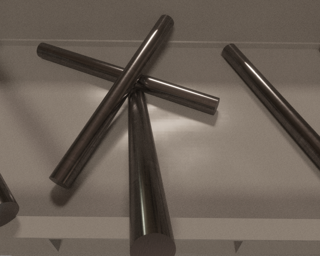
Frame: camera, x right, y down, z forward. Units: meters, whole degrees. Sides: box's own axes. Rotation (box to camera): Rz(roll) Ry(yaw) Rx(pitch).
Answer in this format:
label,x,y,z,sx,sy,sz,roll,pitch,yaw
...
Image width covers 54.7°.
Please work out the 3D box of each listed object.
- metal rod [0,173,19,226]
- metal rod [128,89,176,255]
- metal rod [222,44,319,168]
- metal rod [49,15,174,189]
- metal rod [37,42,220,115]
label,x,y,z,sx,sy,sz,roll,pitch,yaw
metal rod,-0.200,-0.032,0.276,0.025,0.025,0.300,-32,57,-24
metal rod,-0.019,0.011,0.306,0.025,0.025,0.300,-5,22,-4
metal rod,0.170,-0.023,0.426,0.025,0.025,0.300,-17,52,-14
metal rod,-0.052,-0.054,0.423,0.025,0.025,0.300,20,61,15
metal rod,-0.058,-0.079,0.470,0.301,0.025,0.025,20,53,15
